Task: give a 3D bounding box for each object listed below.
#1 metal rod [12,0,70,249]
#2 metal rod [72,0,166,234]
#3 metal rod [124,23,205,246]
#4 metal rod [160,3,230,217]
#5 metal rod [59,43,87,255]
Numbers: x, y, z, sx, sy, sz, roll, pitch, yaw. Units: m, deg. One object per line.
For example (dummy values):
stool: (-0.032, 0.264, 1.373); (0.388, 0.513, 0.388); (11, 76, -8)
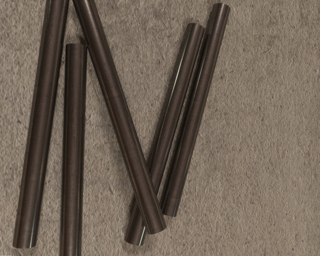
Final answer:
metal rod: (-0.136, -0.015, 0.358); (0.025, 0.025, 0.298); (8, 87, -20)
metal rod: (-0.049, -0.018, 0.376); (0.025, 0.025, 0.298); (-18, 91, -19)
metal rod: (0.008, 0.004, 0.412); (0.025, 0.025, 0.299); (18, 84, -20)
metal rod: (0.049, -0.028, 0.428); (0.025, 0.025, 0.299); (17, 84, -20)
metal rod: (-0.104, 0.051, 0.371); (0.025, 0.025, 0.298); (2, 90, -20)
